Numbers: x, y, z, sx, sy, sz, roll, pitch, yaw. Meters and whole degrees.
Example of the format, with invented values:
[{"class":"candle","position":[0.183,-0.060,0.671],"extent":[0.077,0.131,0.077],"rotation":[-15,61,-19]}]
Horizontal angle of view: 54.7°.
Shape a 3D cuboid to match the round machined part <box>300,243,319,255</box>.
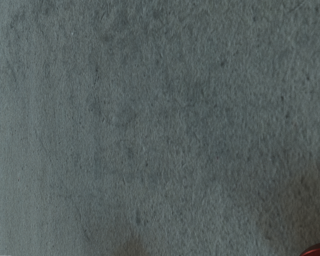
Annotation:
[{"class":"round machined part","position":[0.161,0.145,0.261],"extent":[0.098,0.042,0.097],"rotation":[0,90,39]}]
